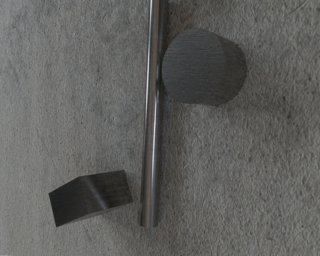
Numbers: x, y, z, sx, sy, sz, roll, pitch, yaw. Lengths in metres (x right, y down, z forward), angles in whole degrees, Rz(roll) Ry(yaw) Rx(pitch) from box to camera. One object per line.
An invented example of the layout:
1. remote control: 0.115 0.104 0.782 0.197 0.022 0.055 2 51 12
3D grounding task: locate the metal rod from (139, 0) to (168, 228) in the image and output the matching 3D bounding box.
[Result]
1. metal rod: -0.008 -0.019 0.411 0.025 0.025 0.298 4 93 40

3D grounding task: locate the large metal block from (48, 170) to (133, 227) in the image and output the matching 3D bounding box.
1. large metal block: -0.101 0.102 0.452 0.080 0.081 0.050 -30 72 36

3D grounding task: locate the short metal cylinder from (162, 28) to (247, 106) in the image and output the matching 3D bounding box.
1. short metal cylinder: 0.049 -0.066 0.348 0.080 0.050 0.080 0 90 40
